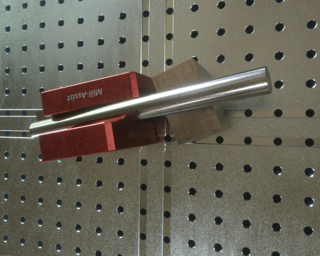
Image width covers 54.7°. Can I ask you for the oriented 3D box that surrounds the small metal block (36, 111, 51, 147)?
[{"bbox_3d":[-0.150,0.000,0.450,0.025,0.050,0.050,-9,87,19],"label":"small metal block"}]

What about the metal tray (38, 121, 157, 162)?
[{"bbox_3d":[-0.069,0.015,0.380,0.090,0.130,0.030,-10,87,19],"label":"metal tray"}]

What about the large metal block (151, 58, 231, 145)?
[{"bbox_3d":[0.040,-0.028,0.367,0.050,0.080,0.080,-24,82,18],"label":"large metal block"}]

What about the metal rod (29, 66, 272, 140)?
[{"bbox_3d":[-0.034,-0.019,0.343,0.300,0.025,0.025,-10,87,28],"label":"metal rod"}]

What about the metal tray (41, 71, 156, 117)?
[{"bbox_3d":[-0.072,-0.039,0.401,0.130,0.090,0.030,-9,88,19],"label":"metal tray"}]
